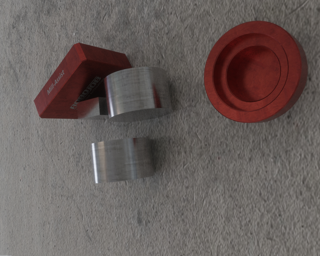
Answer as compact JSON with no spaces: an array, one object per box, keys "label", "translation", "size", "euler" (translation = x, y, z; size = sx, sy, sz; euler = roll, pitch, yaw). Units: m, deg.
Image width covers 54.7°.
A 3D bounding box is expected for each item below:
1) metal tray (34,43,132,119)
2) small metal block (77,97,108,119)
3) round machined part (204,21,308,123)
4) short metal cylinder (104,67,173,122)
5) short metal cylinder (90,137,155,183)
[{"label":"metal tray","translation":[-0.113,-0.062,0.455],"size":[0.129,0.091,0.030],"euler":[-41,65,32]},{"label":"small metal block","translation":[-0.087,-0.028,0.460],"size":[0.050,0.050,0.025],"euler":[-8,85,39]},{"label":"round machined part","translation":[0.097,-0.053,0.314],"size":[0.098,0.042,0.097],"euler":[0,90,40]},{"label":"short metal cylinder","translation":[-0.027,-0.040,0.392],"size":[0.080,0.081,0.050],"euler":[-15,81,39]},{"label":"short metal cylinder","translation":[-0.050,0.042,0.410],"size":[0.080,0.081,0.050],"euler":[-11,83,39]}]
